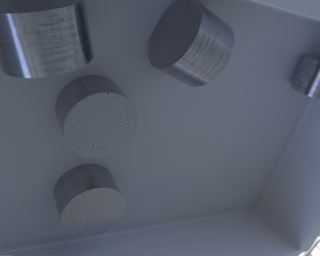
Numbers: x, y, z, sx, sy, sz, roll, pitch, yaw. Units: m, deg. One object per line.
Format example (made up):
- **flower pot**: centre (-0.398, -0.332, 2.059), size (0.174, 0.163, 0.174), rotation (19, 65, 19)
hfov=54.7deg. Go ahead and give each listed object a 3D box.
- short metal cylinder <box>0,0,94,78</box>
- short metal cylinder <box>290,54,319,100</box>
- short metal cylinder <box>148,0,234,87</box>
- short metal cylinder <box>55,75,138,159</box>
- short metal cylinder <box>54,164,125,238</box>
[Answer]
- **short metal cylinder**: centre (-0.102, -0.082, 0.267), size (0.081, 0.080, 0.050), rotation (-16, 125, -20)
- **short metal cylinder**: centre (0.246, -0.075, 0.464), size (0.081, 0.080, 0.050), rotation (0, 119, -29)
- **short metal cylinder**: centre (0.032, -0.091, 0.336), size (0.050, 0.080, 0.080), rotation (22, 107, -37)
- **short metal cylinder**: centre (-0.071, -0.013, 0.347), size (0.081, 0.050, 0.079), rotation (-14, 125, -21)
- **short metal cylinder**: centre (-0.092, 0.094, 0.402), size (0.081, 0.050, 0.079), rotation (-14, 125, -21)
